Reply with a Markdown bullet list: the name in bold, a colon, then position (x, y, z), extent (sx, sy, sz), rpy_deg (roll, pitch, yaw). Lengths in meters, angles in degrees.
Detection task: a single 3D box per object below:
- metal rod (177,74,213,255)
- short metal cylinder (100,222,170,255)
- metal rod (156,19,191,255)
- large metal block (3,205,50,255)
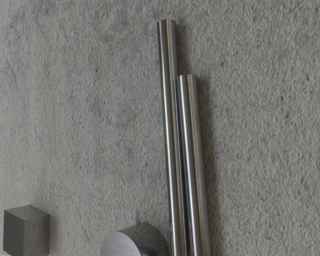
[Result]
- **metal rod**: position (0.044, 0.086, 0.366), extent (0.025, 0.025, 0.298), rpy_deg (-7, 85, 39)
- **short metal cylinder**: position (-0.034, 0.173, 0.415), extent (0.080, 0.050, 0.079), rpy_deg (0, 90, 39)
- **metal rod**: position (0.017, 0.014, 0.388), extent (0.025, 0.025, 0.298), rpy_deg (-6, 86, 39)
- **large metal block**: position (-0.258, 0.202, 0.598), extent (0.080, 0.050, 0.079), rpy_deg (5, 93, 39)
